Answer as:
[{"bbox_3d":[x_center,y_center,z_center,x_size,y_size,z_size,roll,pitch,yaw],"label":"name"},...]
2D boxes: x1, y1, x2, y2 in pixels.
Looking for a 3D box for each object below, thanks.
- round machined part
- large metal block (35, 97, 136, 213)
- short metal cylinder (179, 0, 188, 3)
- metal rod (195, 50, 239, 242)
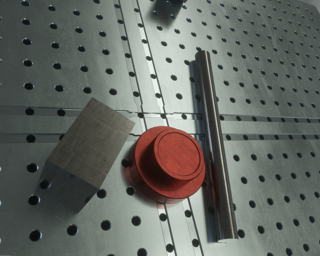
[{"bbox_3d":[0.015,0.040,0.383,0.099,0.042,0.098,14,56,-21],"label":"round machined part"},{"bbox_3d":[-0.076,0.029,0.315,0.050,0.080,0.080,32,51,-8],"label":"large metal block"},{"bbox_3d":[0.043,-0.280,0.569,0.050,0.080,0.080,25,53,-14],"label":"short metal cylinder"},{"bbox_3d":[0.077,0.006,0.447,0.025,0.025,0.299,12,57,-22],"label":"metal rod"}]
